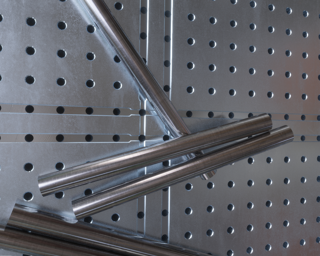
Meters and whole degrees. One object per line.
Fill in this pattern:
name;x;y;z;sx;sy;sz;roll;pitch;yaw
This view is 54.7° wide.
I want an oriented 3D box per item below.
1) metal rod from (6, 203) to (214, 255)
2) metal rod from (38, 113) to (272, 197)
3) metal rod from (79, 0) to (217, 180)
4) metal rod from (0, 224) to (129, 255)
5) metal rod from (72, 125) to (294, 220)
metal rod;-0.037;0.151;0.400;0.302;0.025;0.025;22;83;-19
metal rod;0.004;0.030;0.393;0.302;0.025;0.025;-15;96;-12
metal rod;-0.014;-0.055;0.408;0.025;0.025;0.299;-38;103;-16
metal rod;-0.083;0.160;0.382;0.302;0.025;0.025;22;83;-19
metal rod;0.038;0.054;0.404;0.302;0.025;0.025;-18;97;-11
